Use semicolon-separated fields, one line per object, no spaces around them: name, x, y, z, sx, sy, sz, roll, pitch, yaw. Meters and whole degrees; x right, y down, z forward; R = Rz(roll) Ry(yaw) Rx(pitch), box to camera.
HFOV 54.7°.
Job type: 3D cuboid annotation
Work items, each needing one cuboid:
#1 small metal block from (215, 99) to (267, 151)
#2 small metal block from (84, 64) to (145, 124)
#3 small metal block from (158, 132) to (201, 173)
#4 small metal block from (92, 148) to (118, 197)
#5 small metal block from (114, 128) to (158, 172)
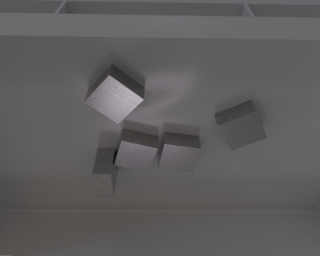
small metal block;0.106;-0.003;0.407;0.050;0.025;0.050;-22;127;18
small metal block;-0.054;-0.040;0.374;0.050;0.025;0.050;34;122;-26
small metal block;0.026;0.035;0.439;0.050;0.025;0.050;8;130;-7
small metal block;-0.078;0.064;0.446;0.025;0.050;0.050;1;130;0
small metal block;-0.034;0.032;0.436;0.050;0.025;0.050;13;129;-12
